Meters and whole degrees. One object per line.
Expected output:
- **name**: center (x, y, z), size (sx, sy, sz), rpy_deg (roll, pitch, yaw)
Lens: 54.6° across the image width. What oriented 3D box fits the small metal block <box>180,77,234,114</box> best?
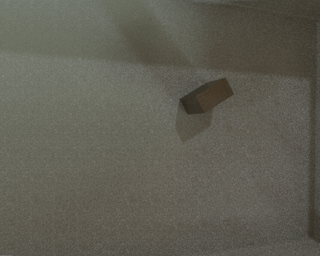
- **small metal block**: center (0.062, -0.042, 0.420), size (0.050, 0.050, 0.025), rpy_deg (-32, 101, -17)
